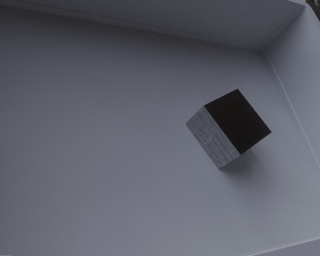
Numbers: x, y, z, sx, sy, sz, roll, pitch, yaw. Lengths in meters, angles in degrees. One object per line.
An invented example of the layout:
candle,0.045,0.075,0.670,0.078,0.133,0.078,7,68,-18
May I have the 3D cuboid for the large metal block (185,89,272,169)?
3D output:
large metal block,0.098,0.000,0.445,0.081,0.050,0.080,-27,77,-37
